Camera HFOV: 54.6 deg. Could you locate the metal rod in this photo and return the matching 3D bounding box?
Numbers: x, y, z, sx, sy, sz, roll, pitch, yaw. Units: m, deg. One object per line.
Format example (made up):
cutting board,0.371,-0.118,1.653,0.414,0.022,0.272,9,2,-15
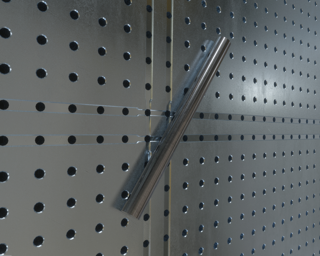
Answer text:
metal rod,0.032,-0.014,0.434,0.025,0.025,0.300,44,64,-31
